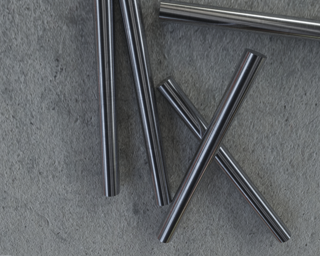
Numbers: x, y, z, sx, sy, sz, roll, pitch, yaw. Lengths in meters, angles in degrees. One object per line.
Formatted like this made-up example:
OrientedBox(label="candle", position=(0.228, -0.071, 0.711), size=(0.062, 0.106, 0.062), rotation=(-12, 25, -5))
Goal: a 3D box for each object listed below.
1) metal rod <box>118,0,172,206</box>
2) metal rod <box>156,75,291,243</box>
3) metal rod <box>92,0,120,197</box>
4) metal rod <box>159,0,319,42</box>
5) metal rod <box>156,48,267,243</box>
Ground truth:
OrientedBox(label="metal rod", position=(-0.017, -0.033, 0.397), size=(0.025, 0.025, 0.298), rotation=(-8, 110, 3))
OrientedBox(label="metal rod", position=(0.096, 0.053, 0.429), size=(0.025, 0.025, 0.300), rotation=(-36, 107, 12))
OrientedBox(label="metal rod", position=(-0.067, -0.048, 0.391), size=(0.025, 0.025, 0.298), rotation=(1, 110, -1))
OrientedBox(label="metal rod", position=(0.150, -0.120, 0.366), size=(0.302, 0.025, 0.025), rotation=(6, 110, -3))
OrientedBox(label="metal rod", position=(0.055, 0.042, 0.401), size=(0.025, 0.025, 0.298), rotation=(18, 118, -7))
